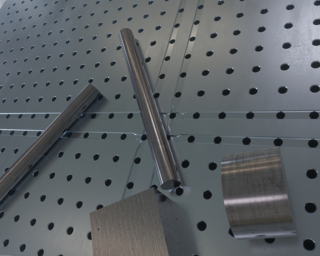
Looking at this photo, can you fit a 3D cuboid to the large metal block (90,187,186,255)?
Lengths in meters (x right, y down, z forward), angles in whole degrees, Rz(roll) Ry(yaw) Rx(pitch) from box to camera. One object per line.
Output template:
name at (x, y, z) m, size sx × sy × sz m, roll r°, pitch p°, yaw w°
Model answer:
large metal block at (-0.024, 0.121, 0.330) m, size 0.080 × 0.050 × 0.080 m, roll -25°, pitch 53°, yaw 13°

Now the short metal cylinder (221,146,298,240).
short metal cylinder at (0.092, 0.060, 0.288) m, size 0.050 × 0.080 × 0.080 m, roll -12°, pitch 57°, yaw 22°

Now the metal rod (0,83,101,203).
metal rod at (-0.204, 0.047, 0.486) m, size 0.300 × 0.025 × 0.025 m, roll -49°, pitch 52°, yaw -7°

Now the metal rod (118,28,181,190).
metal rod at (-0.023, -0.049, 0.450) m, size 0.025 × 0.025 × 0.299 m, roll -26°, pitch 52°, yaw 12°
